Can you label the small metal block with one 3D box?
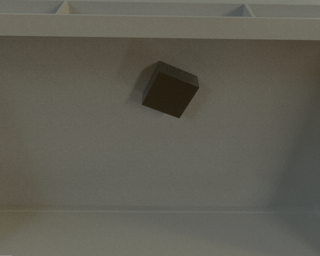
[{"bbox_3d":[0.012,-0.045,0.371,0.050,0.025,0.050,19,128,-16],"label":"small metal block"}]
